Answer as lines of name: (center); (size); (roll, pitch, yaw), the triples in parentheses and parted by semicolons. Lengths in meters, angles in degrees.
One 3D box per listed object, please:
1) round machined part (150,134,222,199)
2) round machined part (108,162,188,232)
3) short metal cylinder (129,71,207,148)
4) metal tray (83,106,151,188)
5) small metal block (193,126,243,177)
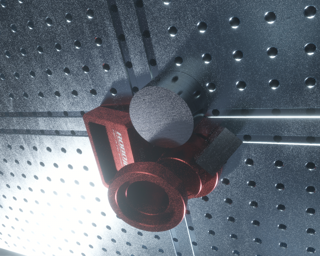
round machined part: (0.029, 0.057, 0.417); (0.098, 0.042, 0.097); (13, 124, 20)
round machined part: (-0.013, 0.082, 0.395); (0.098, 0.042, 0.097); (7, 121, 12)
short metal cylinder: (0.011, -0.023, 0.374); (0.080, 0.050, 0.079); (13, 124, 20)
metal tray: (-0.057, 0.039, 0.445); (0.090, 0.030, 0.129); (14, 125, 38)
small metal block: (0.066, 0.025, 0.362); (0.025, 0.050, 0.050); (40, 94, 1)
